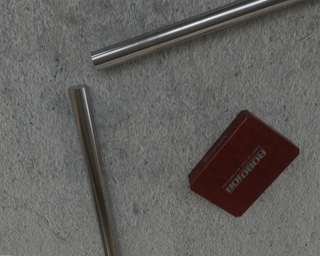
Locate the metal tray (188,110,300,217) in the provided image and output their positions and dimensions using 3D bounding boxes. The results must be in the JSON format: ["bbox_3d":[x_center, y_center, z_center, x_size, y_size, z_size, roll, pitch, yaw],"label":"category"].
[{"bbox_3d":[0.112,0.051,0.427,0.090,0.030,0.129,33,107,-12],"label":"metal tray"}]

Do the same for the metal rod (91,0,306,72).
[{"bbox_3d":[0.064,-0.126,0.363,0.301,0.025,0.025,-18,109,6],"label":"metal rod"}]

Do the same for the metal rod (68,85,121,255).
[{"bbox_3d":[-0.087,0.087,0.440,0.025,0.025,0.298,-6,110,2],"label":"metal rod"}]
